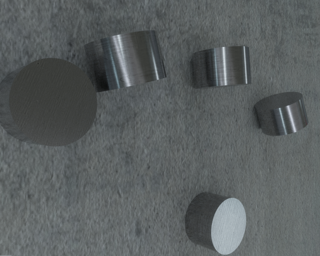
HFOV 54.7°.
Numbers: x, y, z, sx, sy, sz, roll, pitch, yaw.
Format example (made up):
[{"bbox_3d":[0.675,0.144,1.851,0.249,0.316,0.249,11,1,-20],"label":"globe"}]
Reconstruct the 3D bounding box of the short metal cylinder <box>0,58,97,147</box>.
[{"bbox_3d":[-0.109,-0.023,0.298,0.081,0.050,0.079,0,90,-40],"label":"short metal cylinder"}]

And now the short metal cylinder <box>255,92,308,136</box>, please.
[{"bbox_3d":[0.217,-0.026,0.555,0.081,0.080,0.050,-33,111,-35],"label":"short metal cylinder"}]

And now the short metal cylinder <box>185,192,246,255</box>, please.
[{"bbox_3d":[0.083,0.140,0.462,0.081,0.050,0.079,0,90,-40],"label":"short metal cylinder"}]

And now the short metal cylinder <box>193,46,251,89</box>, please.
[{"bbox_3d":[0.089,-0.085,0.446,0.081,0.080,0.050,-9,96,-40],"label":"short metal cylinder"}]

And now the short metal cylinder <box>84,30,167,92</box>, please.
[{"bbox_3d":[-0.037,-0.072,0.339,0.081,0.080,0.050,-21,104,-38],"label":"short metal cylinder"}]
